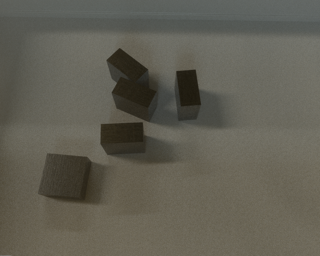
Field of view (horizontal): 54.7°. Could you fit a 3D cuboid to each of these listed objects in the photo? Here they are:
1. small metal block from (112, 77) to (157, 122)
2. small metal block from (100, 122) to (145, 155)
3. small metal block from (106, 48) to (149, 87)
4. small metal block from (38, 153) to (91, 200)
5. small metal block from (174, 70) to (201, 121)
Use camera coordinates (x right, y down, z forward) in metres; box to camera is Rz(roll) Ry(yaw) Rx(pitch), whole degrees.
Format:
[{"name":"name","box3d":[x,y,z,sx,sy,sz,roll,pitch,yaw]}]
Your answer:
[{"name":"small metal block","box3d":[-0.032,-0.036,0.409,0.050,0.050,0.025,23,72,8]},{"name":"small metal block","box3d":[-0.045,0.014,0.391,0.050,0.050,0.025,-3,70,-1]},{"name":"small metal block","box3d":[-0.042,-0.073,0.423,0.050,0.050,0.025,39,75,12]},{"name":"small metal block","box3d":[-0.117,0.061,0.386,0.050,0.025,0.050,5,70,1]},{"name":"small metal block","box3d":[0.036,-0.042,0.412,0.025,0.050,0.050,-5,70,-2]}]
